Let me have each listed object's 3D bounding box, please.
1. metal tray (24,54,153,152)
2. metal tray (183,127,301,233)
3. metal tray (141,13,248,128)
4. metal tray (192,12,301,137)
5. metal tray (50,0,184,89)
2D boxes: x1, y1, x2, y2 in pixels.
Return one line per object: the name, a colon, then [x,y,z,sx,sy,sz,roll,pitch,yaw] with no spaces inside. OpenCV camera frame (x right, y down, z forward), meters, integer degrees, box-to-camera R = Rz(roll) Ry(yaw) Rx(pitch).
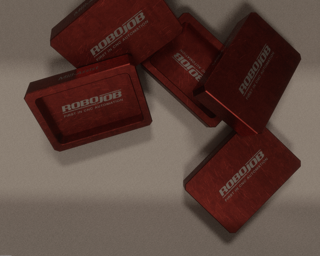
metal tray: [-0.084,-0.029,0.384,0.131,0.030,0.090,-17,126,-1]
metal tray: [0.106,0.061,0.410,0.090,0.030,0.130,44,90,-1]
metal tray: [0.050,-0.074,0.409,0.130,0.030,0.090,43,90,-1]
metal tray: [0.110,-0.066,0.381,0.090,0.030,0.130,38,71,-12]
metal tray: [-0.050,-0.115,0.365,0.130,0.030,0.090,-33,132,16]
